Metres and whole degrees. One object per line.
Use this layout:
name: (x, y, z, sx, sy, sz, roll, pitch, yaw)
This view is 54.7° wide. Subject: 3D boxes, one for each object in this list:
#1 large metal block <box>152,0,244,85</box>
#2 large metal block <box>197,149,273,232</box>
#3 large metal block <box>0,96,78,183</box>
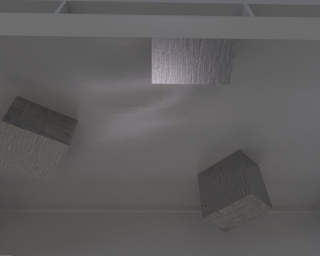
large metal block: (0.032, -0.092, 0.314, 0.081, 0.050, 0.079, 0, 130, -1)
large metal block: (0.105, 0.091, 0.452, 0.080, 0.080, 0.050, -37, 121, 27)
large metal block: (-0.165, 0.017, 0.405, 0.080, 0.050, 0.080, 24, 126, -19)
